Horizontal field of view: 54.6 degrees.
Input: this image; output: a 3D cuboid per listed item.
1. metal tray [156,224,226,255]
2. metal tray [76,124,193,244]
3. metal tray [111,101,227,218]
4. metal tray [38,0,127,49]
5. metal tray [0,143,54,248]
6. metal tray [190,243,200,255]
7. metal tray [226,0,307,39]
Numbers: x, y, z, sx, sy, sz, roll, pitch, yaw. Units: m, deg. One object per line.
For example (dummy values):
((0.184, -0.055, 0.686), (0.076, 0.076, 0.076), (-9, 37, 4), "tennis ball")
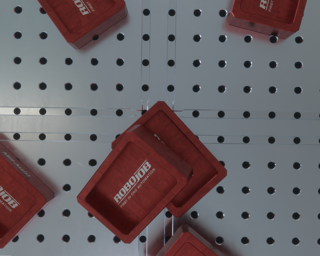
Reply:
((0.052, 0.195, 0.380), (0.130, 0.030, 0.090), (39, 90, 0), "metal tray")
((-0.034, 0.071, 0.382), (0.090, 0.030, 0.129), (40, 114, 3), "metal tray")
((0.012, 0.040, 0.410), (0.090, 0.030, 0.130), (-42, 90, 0), "metal tray")
((-0.116, -0.184, 0.409), (0.090, 0.030, 0.130), (-35, 90, 0), "metal tray")
((-0.220, 0.080, 0.409), (0.130, 0.030, 0.090), (44, 90, 0), "metal tray")
((0.046, 0.227, 0.411), (0.090, 0.030, 0.130), (31, 90, 0), "metal tray")
((0.150, -0.195, 0.411), (0.090, 0.030, 0.129), (15, 90, 0), "metal tray")
